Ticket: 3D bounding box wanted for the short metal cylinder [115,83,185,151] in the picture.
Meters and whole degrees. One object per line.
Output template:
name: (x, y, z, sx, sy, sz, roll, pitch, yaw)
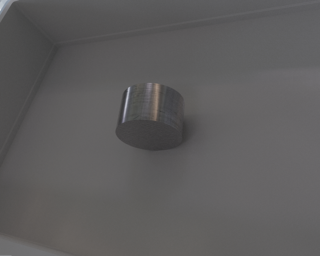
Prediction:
short metal cylinder: (-0.011, -0.012, 0.384, 0.080, 0.080, 0.050, -8, 58, 24)
